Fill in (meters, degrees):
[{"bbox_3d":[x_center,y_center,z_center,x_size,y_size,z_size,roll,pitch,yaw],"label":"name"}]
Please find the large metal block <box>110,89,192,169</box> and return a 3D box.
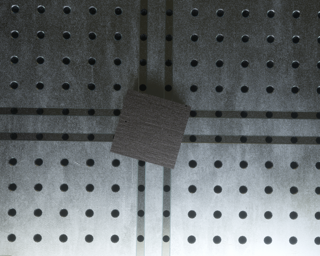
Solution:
[{"bbox_3d":[-0.011,0.001,0.401,0.080,0.050,0.080,16,90,-1],"label":"large metal block"}]
